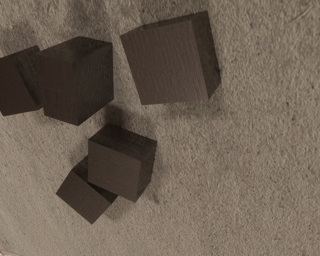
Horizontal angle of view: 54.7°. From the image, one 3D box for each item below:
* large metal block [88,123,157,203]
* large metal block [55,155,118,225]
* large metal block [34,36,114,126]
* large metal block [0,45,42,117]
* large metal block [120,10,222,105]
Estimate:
[{"bbox_3d":[-0.056,0.050,0.449,0.080,0.050,0.079,20,126,15],"label":"large metal block"},{"bbox_3d":[-0.113,0.100,0.510,0.080,0.050,0.080,41,129,0],"label":"large metal block"},{"bbox_3d":[-0.101,-0.061,0.385,0.050,0.080,0.079,17,125,18],"label":"large metal block"},{"bbox_3d":[-0.206,-0.068,0.455,0.080,0.050,0.080,-6,116,30],"label":"large metal block"},{"bbox_3d":[0.014,-0.074,0.336,0.080,0.050,0.080,-3,117,29],"label":"large metal block"}]
